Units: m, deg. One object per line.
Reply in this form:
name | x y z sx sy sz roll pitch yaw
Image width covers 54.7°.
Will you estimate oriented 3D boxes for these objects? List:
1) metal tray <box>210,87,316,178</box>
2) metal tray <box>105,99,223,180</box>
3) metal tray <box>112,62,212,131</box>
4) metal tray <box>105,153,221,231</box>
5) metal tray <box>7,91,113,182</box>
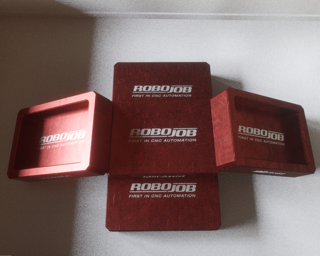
metal tray | 0.124 0.009 0.369 0.131 0.030 0.090 9 68 -28
metal tray | 0.004 0.013 0.368 0.131 0.030 0.090 -1 70 -1
metal tray | 0.003 -0.043 0.420 0.131 0.030 0.090 0 70 -1
metal tray | 0.004 0.078 0.375 0.131 0.030 0.090 0 70 -1
metal tray | -0.120 0.014 0.367 0.130 0.030 0.090 -9 69 28
